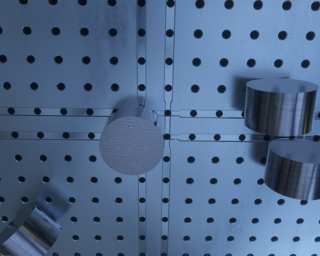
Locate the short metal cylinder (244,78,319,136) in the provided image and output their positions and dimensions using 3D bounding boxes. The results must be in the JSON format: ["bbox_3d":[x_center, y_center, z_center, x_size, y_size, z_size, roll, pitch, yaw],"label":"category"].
[{"bbox_3d":[0.145,-0.028,0.376,0.081,0.080,0.050,-2,110,0],"label":"short metal cylinder"}]

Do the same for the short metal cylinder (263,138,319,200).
[{"bbox_3d":[0.181,0.051,0.406,0.081,0.080,0.050,1,110,-1],"label":"short metal cylinder"}]

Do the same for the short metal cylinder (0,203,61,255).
[{"bbox_3d":[-0.189,0.155,0.439,0.080,0.080,0.050,-37,106,12],"label":"short metal cylinder"}]

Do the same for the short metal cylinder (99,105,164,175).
[{"bbox_3d":[-0.035,0.015,0.405,0.081,0.050,0.079,0,110,-1],"label":"short metal cylinder"}]
